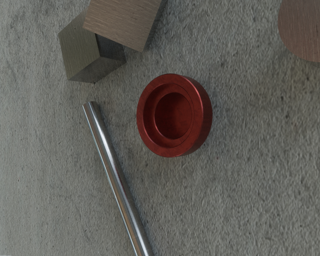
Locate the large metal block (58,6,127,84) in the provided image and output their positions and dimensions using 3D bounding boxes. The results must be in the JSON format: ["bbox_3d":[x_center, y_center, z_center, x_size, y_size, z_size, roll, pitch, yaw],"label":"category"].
[{"bbox_3d":[-0.105,-0.123,0.472,0.080,0.050,0.080,-23,76,37],"label":"large metal block"}]

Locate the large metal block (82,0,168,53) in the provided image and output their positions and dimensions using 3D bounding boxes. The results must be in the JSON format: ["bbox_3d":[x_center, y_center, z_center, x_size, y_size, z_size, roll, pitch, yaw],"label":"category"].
[{"bbox_3d":[-0.041,-0.151,0.397,0.080,0.050,0.079,23,108,0],"label":"large metal block"}]

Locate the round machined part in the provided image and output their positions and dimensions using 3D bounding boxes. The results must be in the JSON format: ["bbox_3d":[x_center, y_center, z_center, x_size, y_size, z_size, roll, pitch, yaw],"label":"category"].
[{"bbox_3d":[0.021,-0.014,0.375,0.098,0.042,0.097,0,90,39],"label":"round machined part"}]

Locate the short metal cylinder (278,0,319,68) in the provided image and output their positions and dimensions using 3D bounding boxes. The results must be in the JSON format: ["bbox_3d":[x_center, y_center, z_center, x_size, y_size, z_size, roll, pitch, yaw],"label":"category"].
[{"bbox_3d":[0.150,-0.092,0.264,0.080,0.050,0.079,0,90,39],"label":"short metal cylinder"}]

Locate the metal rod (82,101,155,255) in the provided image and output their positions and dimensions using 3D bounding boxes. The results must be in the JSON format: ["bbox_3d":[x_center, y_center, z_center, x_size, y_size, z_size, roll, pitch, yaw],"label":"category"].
[{"bbox_3d":[-0.055,0.094,0.448,0.025,0.025,0.299,-36,68,34],"label":"metal rod"}]
